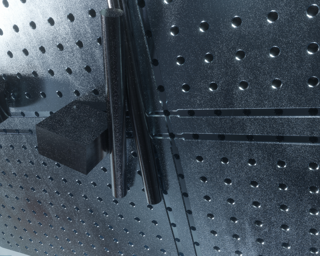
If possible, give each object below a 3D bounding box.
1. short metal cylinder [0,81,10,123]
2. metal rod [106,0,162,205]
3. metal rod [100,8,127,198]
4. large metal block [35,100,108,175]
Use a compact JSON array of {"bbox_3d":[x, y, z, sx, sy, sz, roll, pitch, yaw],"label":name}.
[{"bbox_3d":[-0.292,-0.042,0.504,0.080,0.080,0.050,18,126,17],"label":"short metal cylinder"},{"bbox_3d":[-0.029,-0.019,0.414,0.025,0.025,0.298,6,121,25],"label":"metal rod"},{"bbox_3d":[-0.058,-0.006,0.415,0.025,0.025,0.298,19,133,17],"label":"metal rod"},{"bbox_3d":[-0.115,0.011,0.443,0.080,0.080,0.050,21,126,16],"label":"large metal block"}]
